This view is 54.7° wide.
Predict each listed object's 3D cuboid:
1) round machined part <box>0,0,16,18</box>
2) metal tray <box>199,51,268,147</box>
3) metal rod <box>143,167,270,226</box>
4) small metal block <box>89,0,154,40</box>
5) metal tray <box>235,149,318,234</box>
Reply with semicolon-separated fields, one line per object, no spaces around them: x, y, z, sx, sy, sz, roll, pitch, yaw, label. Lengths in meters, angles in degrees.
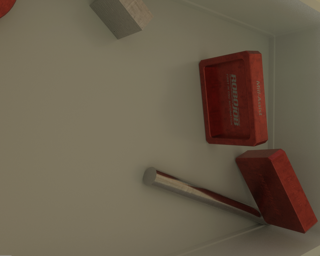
-0.157;-0.134;0.248;0.099;0.042;0.097;-15;108;-54;round machined part
0.106;-0.041;0.455;0.030;0.090;0.129;-11;97;-40;metal tray
0.094;0.116;0.488;0.301;0.025;0.025;27;73;-37;metal rod
-0.044;-0.134;0.355;0.050;0.050;0.025;48;62;-30;small metal block
0.185;0.099;0.501;0.030;0.090;0.129;-29;95;-22;metal tray
